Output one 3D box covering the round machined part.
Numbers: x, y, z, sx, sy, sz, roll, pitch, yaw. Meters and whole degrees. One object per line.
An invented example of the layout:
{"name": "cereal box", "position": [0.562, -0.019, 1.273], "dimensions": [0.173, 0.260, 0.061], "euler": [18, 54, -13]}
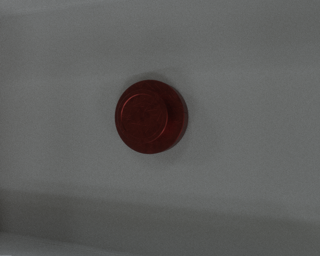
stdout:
{"name": "round machined part", "position": [-0.016, -0.015, 0.404], "dimensions": [0.098, 0.042, 0.097], "euler": [0, 90, 20]}
